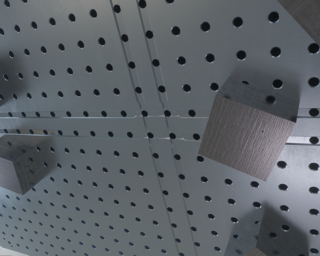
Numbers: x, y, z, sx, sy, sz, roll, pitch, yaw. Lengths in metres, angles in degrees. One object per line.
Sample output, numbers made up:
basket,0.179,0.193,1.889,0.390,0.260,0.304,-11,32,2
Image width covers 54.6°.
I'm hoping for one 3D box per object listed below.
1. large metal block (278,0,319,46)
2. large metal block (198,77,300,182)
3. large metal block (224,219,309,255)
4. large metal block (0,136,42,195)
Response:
large metal block,0.126,-0.113,0.239,0.080,0.080,0.050,45,129,-4
large metal block,0.097,0.001,0.345,0.080,0.050,0.079,22,127,15
large metal block,0.145,0.188,0.435,0.080,0.050,0.080,38,129,3
large metal block,-0.280,0.071,0.588,0.080,0.050,0.080,14,124,21
